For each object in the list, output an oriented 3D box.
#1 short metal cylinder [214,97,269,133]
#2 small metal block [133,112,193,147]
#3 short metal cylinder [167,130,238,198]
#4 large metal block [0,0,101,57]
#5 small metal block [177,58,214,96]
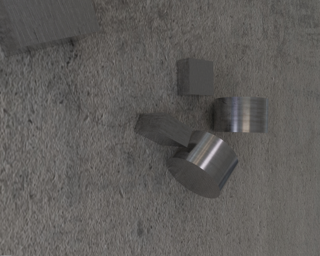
[{"bbox_3d":[0.123,-0.018,0.472,0.081,0.080,0.050,2,89,-40],"label":"short metal cylinder"},{"bbox_3d":[0.004,0.003,0.391,0.050,0.050,0.025,29,72,-36],"label":"small metal block"},{"bbox_3d":[0.057,0.049,0.416,0.050,0.080,0.080,-51,120,-28],"label":"short metal cylinder"},{"bbox_3d":[-0.115,-0.119,0.292,0.081,0.050,0.080,-27,107,-37],"label":"large metal block"},{"bbox_3d":[0.051,-0.072,0.447,0.050,0.025,0.050,-2,92,-40],"label":"small metal block"}]
